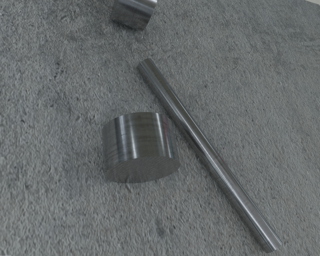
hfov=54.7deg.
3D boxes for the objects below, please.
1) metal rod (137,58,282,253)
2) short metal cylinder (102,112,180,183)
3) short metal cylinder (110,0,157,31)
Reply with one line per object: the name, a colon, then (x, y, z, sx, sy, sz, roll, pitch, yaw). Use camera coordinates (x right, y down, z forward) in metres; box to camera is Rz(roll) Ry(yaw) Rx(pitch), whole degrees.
metal rod: (0.060, 0.028, 0.418, 0.025, 0.025, 0.299, -26, 76, -37)
short metal cylinder: (-0.022, 0.024, 0.342, 0.081, 0.080, 0.050, 4, 60, -26)
short metal cylinder: (-0.038, -0.193, 0.466, 0.050, 0.080, 0.080, 17, 55, -19)
